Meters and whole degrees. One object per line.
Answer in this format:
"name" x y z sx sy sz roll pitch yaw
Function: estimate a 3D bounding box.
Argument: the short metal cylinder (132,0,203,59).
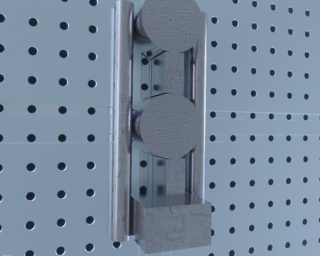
"short metal cylinder" 0.008 -0.132 0.401 0.081 0.050 0.080 0 90 -20

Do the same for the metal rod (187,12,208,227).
"metal rod" 0.052 -0.009 0.430 0.025 0.025 0.298 1 90 -20

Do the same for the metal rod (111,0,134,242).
"metal rod" -0.048 -0.009 0.394 0.025 0.025 0.298 1 90 -20

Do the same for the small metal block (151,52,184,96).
"small metal block" 0.009 -0.067 0.401 0.025 0.050 0.050 1 90 -20

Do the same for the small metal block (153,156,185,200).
"small metal block" 0.011 0.063 0.402 0.025 0.050 0.050 0 90 -20

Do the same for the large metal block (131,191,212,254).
"large metal block" 0.009 0.112 0.387 0.081 0.080 0.050 1 90 -20

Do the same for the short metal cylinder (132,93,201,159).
"short metal cylinder" 0.006 -0.003 0.401 0.081 0.050 0.080 0 90 -20
